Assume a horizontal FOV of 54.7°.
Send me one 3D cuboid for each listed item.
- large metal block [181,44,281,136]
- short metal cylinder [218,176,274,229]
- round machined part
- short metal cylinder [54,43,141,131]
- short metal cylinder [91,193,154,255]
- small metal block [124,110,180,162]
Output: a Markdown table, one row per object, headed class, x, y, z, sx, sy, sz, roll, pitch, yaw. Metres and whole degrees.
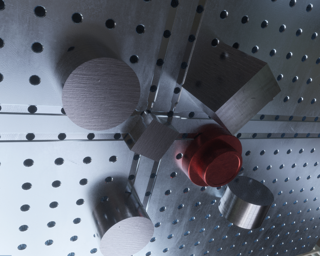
| class | x | y | z | sx | sy | sz | roll | pitch | yaw |
| --- | --- | --- | --- | --- | --- | --- | --- | --- | --- |
| large metal block | 0.088 | -0.050 | 0.392 | 0.080 | 0.080 | 0.050 | -44 | 129 | 2 |
| short metal cylinder | 0.147 | 0.126 | 0.534 | 0.081 | 0.080 | 0.050 | 0 | 119 | -29 |
| round machined part | 0.088 | 0.053 | 0.481 | 0.099 | 0.042 | 0.097 | -14 | 125 | -21 |
| short metal cylinder | -0.068 | -0.044 | 0.331 | 0.081 | 0.050 | 0.079 | -14 | 124 | -21 |
| short metal cylinder | -0.055 | 0.143 | 0.453 | 0.081 | 0.050 | 0.079 | -14 | 124 | -21 |
| small metal block | -0.011 | 0.012 | 0.413 | 0.050 | 0.025 | 0.050 | 28 | 103 | -38 |
